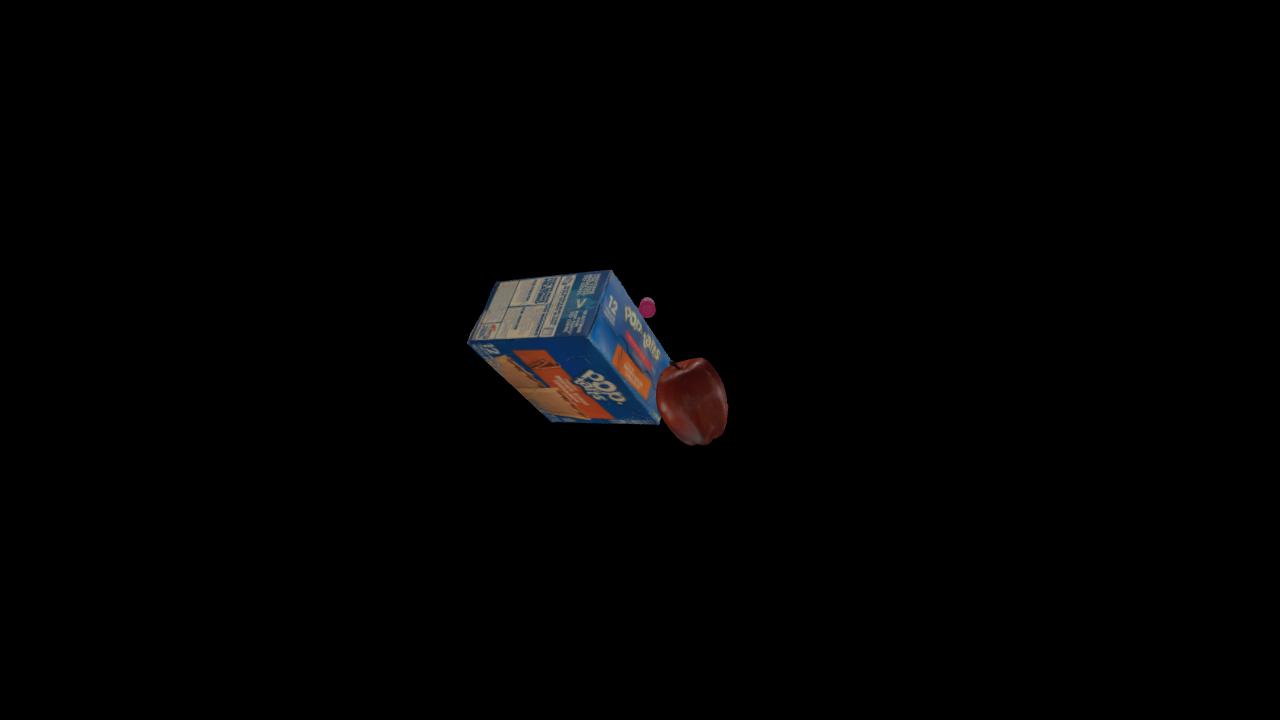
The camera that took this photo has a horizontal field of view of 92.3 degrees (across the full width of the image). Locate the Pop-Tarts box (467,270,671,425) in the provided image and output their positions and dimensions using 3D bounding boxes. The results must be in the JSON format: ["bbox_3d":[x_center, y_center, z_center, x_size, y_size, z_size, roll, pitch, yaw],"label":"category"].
[{"bbox_3d":[-0.064,-0.005,0.637,0.141,0.083,0.167,-2,-33,26],"label":"Pop-Tarts box"}]

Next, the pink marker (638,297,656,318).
[{"bbox_3d":[0.008,-0.062,0.718,0.020,0.020,0.121,0,8,1],"label":"pink marker"}]

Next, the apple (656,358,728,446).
[{"bbox_3d":[0.055,0.042,0.649,0.079,0.093,0.079,-23,6,2],"label":"apple"}]
